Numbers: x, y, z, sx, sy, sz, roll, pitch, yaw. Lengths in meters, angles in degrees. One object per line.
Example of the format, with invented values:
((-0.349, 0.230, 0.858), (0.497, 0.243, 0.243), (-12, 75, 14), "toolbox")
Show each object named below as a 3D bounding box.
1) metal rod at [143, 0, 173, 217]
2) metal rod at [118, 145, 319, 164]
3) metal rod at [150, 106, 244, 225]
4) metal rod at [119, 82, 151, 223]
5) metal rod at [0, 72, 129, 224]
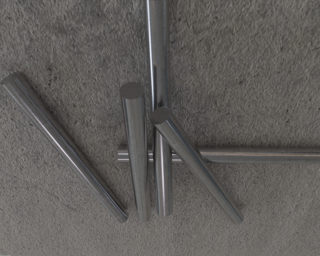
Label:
((0.002, -0.002, 0.382), (0.025, 0.025, 0.298), (-2, 123, 1), "metal rod")
((0.093, 0.038, 0.440), (0.302, 0.025, 0.025), (1, 130, -1), "metal rod")
((0.067, 0.072, 0.439), (0.025, 0.025, 0.300), (-21, 136, 17), "metal rod")
((-0.028, 0.057, 0.422), (0.025, 0.025, 0.298), (0, 141, 0), "metal rod")
((-0.119, 0.049, 0.447), (0.025, 0.025, 0.299), (-16, 129, 13), "metal rod")
